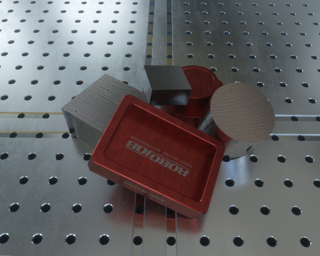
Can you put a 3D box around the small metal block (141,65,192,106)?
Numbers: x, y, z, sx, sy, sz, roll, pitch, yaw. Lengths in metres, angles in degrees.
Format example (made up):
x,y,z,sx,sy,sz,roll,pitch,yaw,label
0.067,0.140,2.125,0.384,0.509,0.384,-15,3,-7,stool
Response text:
x,y,z,sx,sy,sz,roll,pitch,yaw,label
0.007,-0.055,0.393,0.050,0.025,0.050,-3,46,-17,small metal block

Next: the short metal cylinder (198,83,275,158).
x,y,z,sx,sy,sz,roll,pitch,yaw,label
0.093,-0.009,0.384,0.081,0.050,0.080,5,64,-10,short metal cylinder

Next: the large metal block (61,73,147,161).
x,y,z,sx,sy,sz,roll,pitch,yaw,label
-0.065,-0.016,0.404,0.080,0.050,0.080,29,56,22,large metal block

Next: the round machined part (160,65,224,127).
x,y,z,sx,sy,sz,roll,pitch,yaw,label
0.047,-0.052,0.440,0.099,0.042,0.098,0,50,0,round machined part

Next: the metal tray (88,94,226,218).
x,y,z,sx,sy,sz,roll,pitch,yaw,label
0.000,0.030,0.341,0.131,0.030,0.090,27,59,-6,metal tray
